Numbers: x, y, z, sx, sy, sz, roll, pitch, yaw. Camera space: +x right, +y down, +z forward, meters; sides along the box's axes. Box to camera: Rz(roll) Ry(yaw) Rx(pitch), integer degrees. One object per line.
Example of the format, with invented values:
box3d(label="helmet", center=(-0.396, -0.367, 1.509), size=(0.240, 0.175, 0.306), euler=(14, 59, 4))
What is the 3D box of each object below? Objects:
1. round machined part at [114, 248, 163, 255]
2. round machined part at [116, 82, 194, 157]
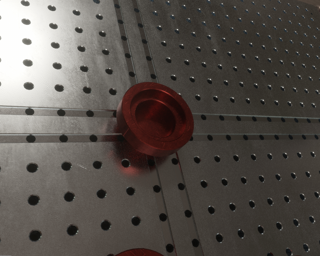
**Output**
box3d(label="round machined part", center=(-0.025, 0.166, 0.284), size=(0.099, 0.042, 0.098), euler=(14, 56, -21))
box3d(label="round machined part", center=(-0.009, -0.007, 0.398), size=(0.099, 0.042, 0.098), euler=(14, 56, -21))
